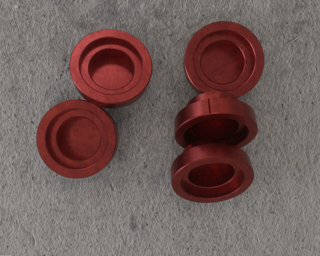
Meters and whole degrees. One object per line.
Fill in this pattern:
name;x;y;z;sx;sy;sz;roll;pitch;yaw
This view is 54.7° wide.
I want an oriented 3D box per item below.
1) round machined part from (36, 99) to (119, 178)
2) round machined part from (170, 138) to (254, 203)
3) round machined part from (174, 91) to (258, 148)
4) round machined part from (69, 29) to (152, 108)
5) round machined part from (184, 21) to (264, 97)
round machined part;-0.102;0.013;0.400;0.099;0.042;0.097;0;91;0
round machined part;0.062;0.050;0.385;0.099;0.097;0.042;-3;46;0
round machined part;0.067;-0.009;0.382;0.099;0.098;0.042;0;59;0
round machined part;-0.061;-0.071;0.392;0.099;0.042;0.098;2;75;-8
round machined part;0.079;-0.083;0.401;0.099;0.042;0.097;0;88;0
